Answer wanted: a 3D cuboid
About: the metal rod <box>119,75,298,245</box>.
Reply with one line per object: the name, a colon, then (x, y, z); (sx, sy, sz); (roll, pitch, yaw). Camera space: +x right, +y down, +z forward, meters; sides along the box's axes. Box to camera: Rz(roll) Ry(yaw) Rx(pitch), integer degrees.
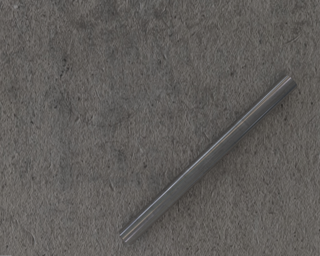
metal rod: (0.063, 0.042, 0.410); (0.300, 0.025, 0.025); (-43, 90, 0)
